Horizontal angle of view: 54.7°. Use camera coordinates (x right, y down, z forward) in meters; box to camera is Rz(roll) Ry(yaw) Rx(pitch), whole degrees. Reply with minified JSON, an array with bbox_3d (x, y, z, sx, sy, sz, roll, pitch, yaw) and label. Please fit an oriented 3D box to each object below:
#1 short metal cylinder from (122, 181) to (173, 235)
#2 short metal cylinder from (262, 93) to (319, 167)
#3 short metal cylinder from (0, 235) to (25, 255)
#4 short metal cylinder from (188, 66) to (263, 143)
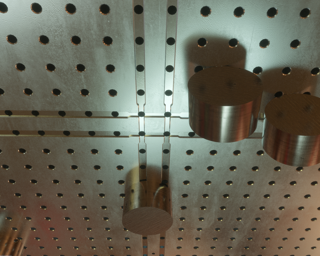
[{"bbox_3d":[-0.020,0.132,0.508,0.081,0.050,0.079,0,130,0],"label":"short metal cylinder"},{"bbox_3d":[0.168,0.001,0.379,0.080,0.080,0.050,-6,130,5],"label":"short metal cylinder"},{"bbox_3d":[-0.316,0.254,0.607,0.081,0.050,0.079,0,130,0],"label":"short metal cylinder"},{"bbox_3d":[0.072,-0.029,0.353,0.080,0.080,0.050,-4,130,2],"label":"short metal cylinder"}]
